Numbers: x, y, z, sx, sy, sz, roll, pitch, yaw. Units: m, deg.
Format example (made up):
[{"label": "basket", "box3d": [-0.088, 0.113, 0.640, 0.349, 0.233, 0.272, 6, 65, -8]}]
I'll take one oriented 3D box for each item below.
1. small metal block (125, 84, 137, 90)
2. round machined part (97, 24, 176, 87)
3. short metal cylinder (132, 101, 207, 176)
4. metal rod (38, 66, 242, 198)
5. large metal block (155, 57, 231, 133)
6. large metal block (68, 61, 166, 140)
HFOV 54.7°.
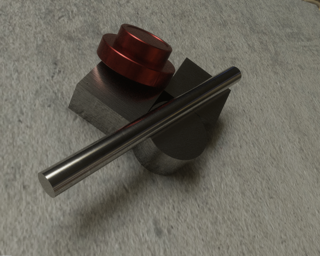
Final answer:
[{"label": "small metal block", "box3d": [-0.018, -0.068, 0.438, 0.050, 0.025, 0.050, 37, 51, -4]}, {"label": "round machined part", "box3d": [-0.024, -0.094, 0.383, 0.099, 0.042, 0.098, 24, 25, -12]}, {"label": "short metal cylinder", "box3d": [0.011, 0.013, 0.388, 0.081, 0.050, 0.080, 14, 56, -21]}, {"label": "metal rod", "box3d": [0.005, -0.014, 0.354, 0.302, 0.025, 0.025, -32, 80, -38]}, {"label": "large metal block", "box3d": [0.043, -0.040, 0.439, 0.080, 0.050, 0.080, 36, 51, -5]}, {"label": "large metal block", "box3d": [-0.052, -0.039, 0.385, 0.080, 0.050, 0.080, 36, 51, -4]}]
